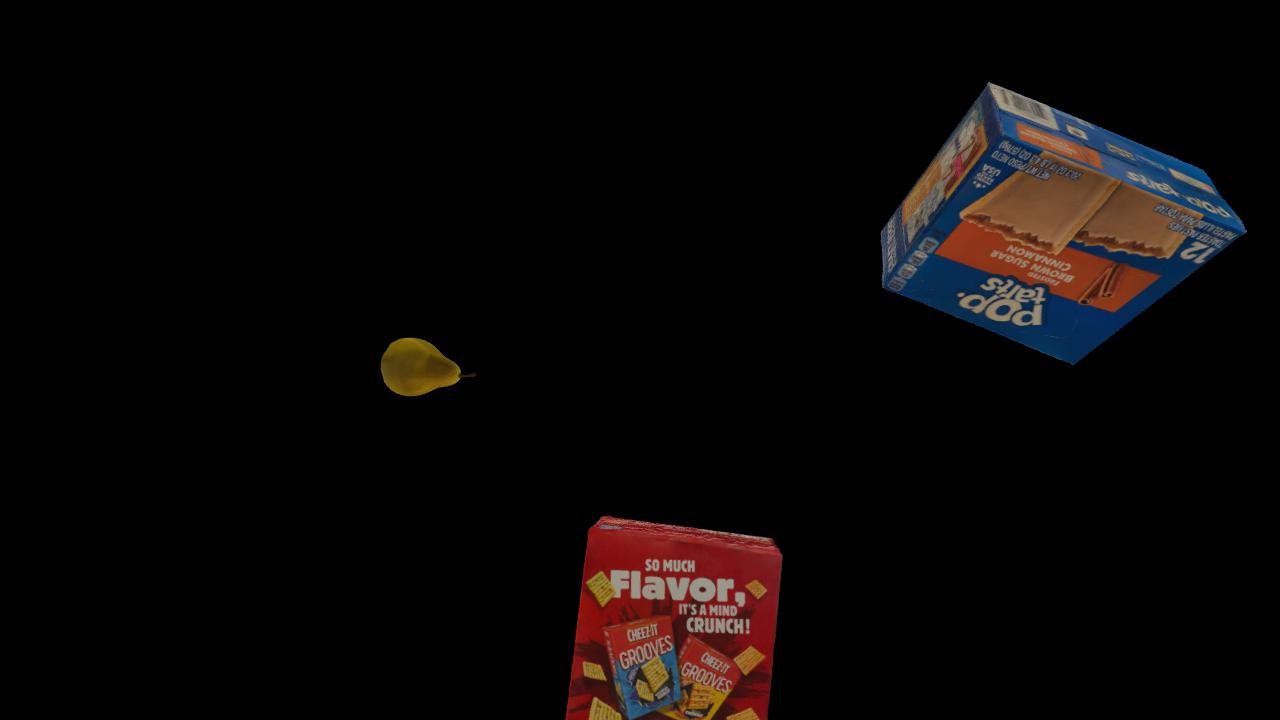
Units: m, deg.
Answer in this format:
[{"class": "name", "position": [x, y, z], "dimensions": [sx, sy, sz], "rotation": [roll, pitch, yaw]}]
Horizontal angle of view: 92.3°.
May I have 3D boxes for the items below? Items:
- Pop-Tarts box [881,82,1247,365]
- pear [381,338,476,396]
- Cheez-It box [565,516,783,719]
[{"class": "Pop-Tarts box", "position": [0.292, -0.095, 0.456], "dimensions": [0.167, 0.083, 0.141], "rotation": [22, -41, -1]}, {"class": "pear", "position": [-0.264, 0.014, 0.767], "dimensions": [0.111, 0.080, 0.080], "rotation": [14, 4, 16]}, {"class": "Cheez-It box", "position": [0.027, 0.259, 0.530], "dimensions": [0.166, 0.223, 0.071], "rotation": [5, -4, 6]}]
